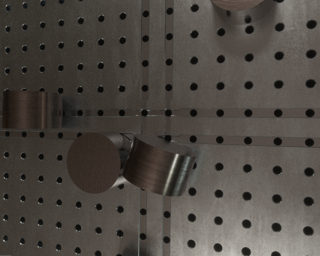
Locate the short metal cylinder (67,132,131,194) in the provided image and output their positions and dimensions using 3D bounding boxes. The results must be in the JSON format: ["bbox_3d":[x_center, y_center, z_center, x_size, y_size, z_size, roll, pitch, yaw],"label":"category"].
[{"bbox_3d":[-0.079,0.045,0.426,0.080,0.050,0.079,0,90,19],"label":"short metal cylinder"}]

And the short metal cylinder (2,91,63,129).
[{"bbox_3d":[-0.182,-0.025,0.446,0.080,0.080,0.050,1,91,19],"label":"short metal cylinder"}]

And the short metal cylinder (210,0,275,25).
[{"bbox_3d":[0.097,-0.169,0.365,0.080,0.050,0.079,0,90,19],"label":"short metal cylinder"}]

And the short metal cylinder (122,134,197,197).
[{"bbox_3d":[0.000,0.044,0.383,0.080,0.080,0.050,20,97,18],"label":"short metal cylinder"}]
